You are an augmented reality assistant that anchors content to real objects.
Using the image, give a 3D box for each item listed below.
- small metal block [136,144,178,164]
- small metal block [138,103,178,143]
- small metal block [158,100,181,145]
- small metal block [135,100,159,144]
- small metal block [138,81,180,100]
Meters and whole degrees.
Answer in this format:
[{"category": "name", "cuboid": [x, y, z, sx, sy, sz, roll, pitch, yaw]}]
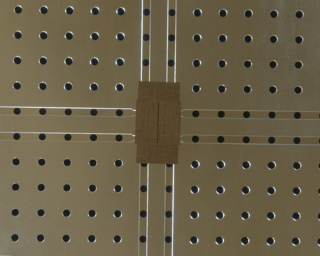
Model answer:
[{"category": "small metal block", "cuboid": [-0.003, 0.031, 0.400, 0.050, 0.050, 0.025, 2, 90, 0]}, {"category": "small metal block", "cuboid": [-0.003, -0.007, 0.413, 0.050, 0.025, 0.050, 2, 90, 1]}, {"category": "small metal block", "cuboid": [0.011, -0.006, 0.376, 0.025, 0.050, 0.050, 2, 90, 1]}, {"category": "small metal block", "cuboid": [-0.015, -0.007, 0.375, 0.025, 0.050, 0.050, 2, 90, 0]}, {"category": "small metal block", "cuboid": [-0.001, -0.044, 0.400, 0.050, 0.050, 0.025, 2, 90, 0]}]
